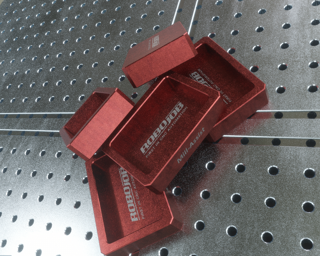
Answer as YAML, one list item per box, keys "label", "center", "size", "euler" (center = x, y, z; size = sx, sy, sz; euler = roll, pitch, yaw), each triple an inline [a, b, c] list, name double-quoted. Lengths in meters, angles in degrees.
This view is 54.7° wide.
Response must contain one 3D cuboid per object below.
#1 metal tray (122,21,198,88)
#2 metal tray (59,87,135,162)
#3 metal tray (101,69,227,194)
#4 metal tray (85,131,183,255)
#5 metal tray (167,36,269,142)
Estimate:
- label: "metal tray"
  center: [-0.001, -0.106, 0.431]
  size: [0.090, 0.030, 0.130]
  euler: [-27, 23, 11]
- label: "metal tray"
  center: [-0.090, -0.012, 0.418]
  size: [0.090, 0.030, 0.130]
  euler: [-51, 22, -8]
- label: "metal tray"
  center: [0.003, 0.000, 0.364]
  size: [0.090, 0.030, 0.130]
  euler: [32, 79, 37]
- label: "metal tray"
  center: [-0.037, 0.076, 0.376]
  size: [0.090, 0.030, 0.130]
  euler: [-29, 52, 9]
- label: "metal tray"
  center: [0.064, -0.055, 0.404]
  size: [0.090, 0.030, 0.130]
  euler: [-37, 51, 3]
